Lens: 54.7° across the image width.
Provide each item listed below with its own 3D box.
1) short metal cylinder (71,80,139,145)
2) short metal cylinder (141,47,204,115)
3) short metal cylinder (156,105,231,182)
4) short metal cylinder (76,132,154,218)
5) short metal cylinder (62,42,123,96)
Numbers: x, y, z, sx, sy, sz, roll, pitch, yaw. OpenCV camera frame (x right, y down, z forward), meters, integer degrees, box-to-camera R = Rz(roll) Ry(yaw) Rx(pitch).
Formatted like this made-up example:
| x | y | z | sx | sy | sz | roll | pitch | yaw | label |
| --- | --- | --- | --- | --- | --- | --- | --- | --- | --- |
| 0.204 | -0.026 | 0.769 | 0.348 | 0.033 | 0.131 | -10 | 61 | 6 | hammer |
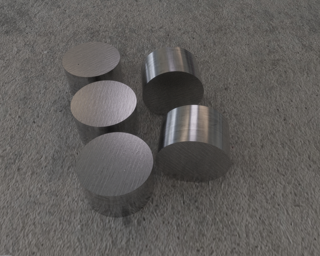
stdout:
| x | y | z | sx | sy | sz | roll | pitch | yaw | label |
| --- | --- | --- | --- | --- | --- | --- | --- | --- | --- |
| -0.069 | -0.016 | 0.400 | 0.080 | 0.050 | 0.080 | 0 | 50 | 0 | short metal cylinder |
| 0.015 | -0.062 | 0.420 | 0.081 | 0.080 | 0.050 | -4 | 50 | -3 | short metal cylinder |
| 0.038 | 0.020 | 0.351 | 0.080 | 0.080 | 0.050 | 5 | 50 | 4 | short metal cylinder |
| -0.047 | 0.051 | 0.343 | 0.080 | 0.050 | 0.080 | 0 | 50 | 0 | short metal cylinder |
| -0.097 | -0.082 | 0.455 | 0.080 | 0.050 | 0.080 | 0 | 50 | 0 | short metal cylinder |
